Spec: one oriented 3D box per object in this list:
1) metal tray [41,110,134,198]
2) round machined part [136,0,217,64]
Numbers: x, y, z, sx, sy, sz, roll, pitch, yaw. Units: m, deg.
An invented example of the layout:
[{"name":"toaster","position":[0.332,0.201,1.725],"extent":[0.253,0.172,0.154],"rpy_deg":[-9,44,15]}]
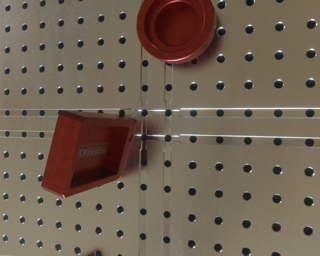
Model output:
[{"name":"metal tray","position":[-0.082,0.027,0.384],"extent":[0.030,0.130,0.089],"rpy_deg":[17,96,19]},{"name":"round machined part","position":[0.023,-0.130,0.395],"extent":[0.098,0.042,0.097],"rpy_deg":[0,90,19]}]
